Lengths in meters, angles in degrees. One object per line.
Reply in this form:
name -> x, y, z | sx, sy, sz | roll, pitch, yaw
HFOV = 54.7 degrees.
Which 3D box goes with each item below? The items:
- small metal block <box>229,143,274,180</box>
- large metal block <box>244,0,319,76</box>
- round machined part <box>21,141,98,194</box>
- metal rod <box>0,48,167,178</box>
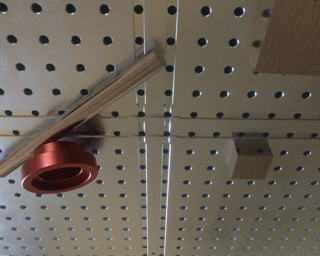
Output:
small metal block -> 0.132, 0.050, 0.456 | 0.050, 0.025, 0.050 | 1, 130, -2
large metal block -> 0.139, -0.101, 0.311 | 0.081, 0.050, 0.079 | 2, 130, -3
round machined part -> -0.138, 0.052, 0.427 | 0.099, 0.042, 0.098 | -14, 152, -7
metal rod -> -0.119, -0.008, 0.402 | 0.300, 0.025, 0.025 | -31, 124, 23
